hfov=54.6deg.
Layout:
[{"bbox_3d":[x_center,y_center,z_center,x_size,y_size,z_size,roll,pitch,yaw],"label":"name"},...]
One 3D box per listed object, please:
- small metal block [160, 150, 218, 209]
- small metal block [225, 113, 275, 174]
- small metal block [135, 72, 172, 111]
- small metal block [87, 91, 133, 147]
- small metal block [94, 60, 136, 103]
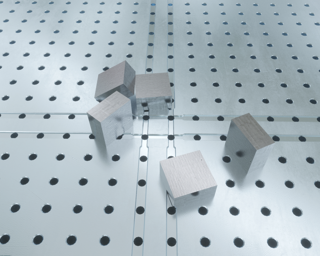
[{"bbox_3d":[0.031,0.058,0.359,0.050,0.025,0.050,-14,52,-12],"label":"small metal block"},{"bbox_3d":[0.107,0.019,0.376,0.025,0.050,0.050,-20,53,-15],"label":"small metal block"},{"bbox_3d":[-0.011,-0.054,0.453,0.050,0.025,0.050,-5,50,-4],"label":"small metal block"},{"bbox_3d":[-0.063,-0.011,0.401,0.025,0.050,0.050,34,58,25],"label":"small metal block"},{"bbox_3d":[-0.064,-0.063,0.446,0.050,0.025,0.050,-22,46,23],"label":"small metal block"}]
